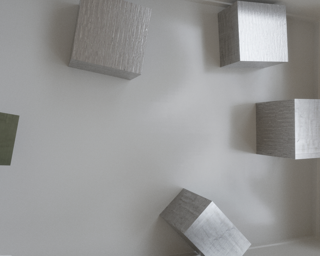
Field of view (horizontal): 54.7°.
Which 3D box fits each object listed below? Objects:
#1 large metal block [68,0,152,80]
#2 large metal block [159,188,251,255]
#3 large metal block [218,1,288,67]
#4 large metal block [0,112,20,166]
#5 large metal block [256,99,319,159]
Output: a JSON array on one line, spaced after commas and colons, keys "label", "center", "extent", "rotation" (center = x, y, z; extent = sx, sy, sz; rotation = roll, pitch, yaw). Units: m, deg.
[{"label": "large metal block", "center": [-0.062, -0.109, 0.375], "extent": [0.081, 0.050, 0.080], "rotation": [10, 87, -20]}, {"label": "large metal block", "center": [0.056, 0.131, 0.404], "extent": [0.050, 0.080, 0.080], "rotation": [-45, 105, -14]}, {"label": "large metal block", "center": [0.134, -0.132, 0.448], "extent": [0.081, 0.050, 0.079], "rotation": [-4, 91, -20]}, {"label": "large metal block", "center": [-0.197, 0.003, 0.291], "extent": [0.080, 0.080, 0.050], "rotation": [14, 84, -58]}, {"label": "large metal block", "center": [0.187, 0.001, 0.452], "extent": [0.050, 0.080, 0.079], "rotation": [-1, 91, -20]}]
